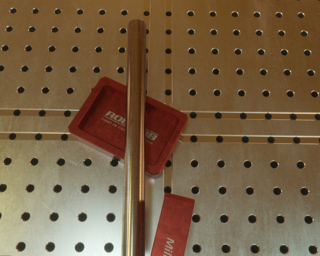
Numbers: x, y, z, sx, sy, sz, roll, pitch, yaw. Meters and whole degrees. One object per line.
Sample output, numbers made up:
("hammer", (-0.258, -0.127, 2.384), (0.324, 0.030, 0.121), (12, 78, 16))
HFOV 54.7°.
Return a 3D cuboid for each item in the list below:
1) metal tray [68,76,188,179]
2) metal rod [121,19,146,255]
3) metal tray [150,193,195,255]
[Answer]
("metal tray", (-0.040, -0.002, 0.409), (0.130, 0.030, 0.090), (26, 72, 8))
("metal rod", (-0.030, -0.003, 0.379), (0.025, 0.025, 0.299), (0, 70, -1))
("metal tray", (0.005, 0.140, 0.325), (0.030, 0.090, 0.130), (13, 71, 4))
